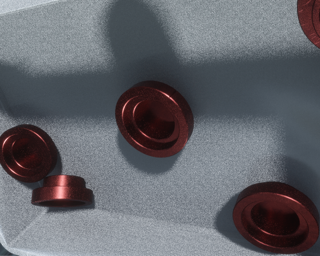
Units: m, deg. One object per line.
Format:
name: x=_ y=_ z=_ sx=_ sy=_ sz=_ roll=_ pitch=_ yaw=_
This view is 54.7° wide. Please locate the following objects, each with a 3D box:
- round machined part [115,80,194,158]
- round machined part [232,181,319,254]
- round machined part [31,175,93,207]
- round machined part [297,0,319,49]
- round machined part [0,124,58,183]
round machined part: x=-0.003 y=-0.015 z=0.390 sx=0.098 sy=0.042 sz=0.097 roll=13 pitch=124 yaw=21
round machined part: x=0.144 y=0.106 z=0.387 sx=0.098 sy=0.042 sz=0.097 roll=13 pitch=124 yaw=21
round machined part: x=-0.165 y=0.108 z=0.530 sx=0.099 sy=0.042 sz=0.098 roll=-2 pitch=159 yaw=-1
round machined part: x=0.159 y=-0.098 z=0.242 sx=0.098 sy=0.042 sz=0.097 roll=20 pitch=136 yaw=21
round machined part: x=-0.219 y=0.040 z=0.525 sx=0.098 sy=0.042 sz=0.097 roll=3 pitch=107 yaw=10
